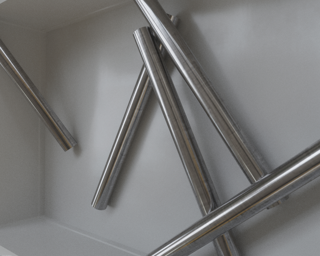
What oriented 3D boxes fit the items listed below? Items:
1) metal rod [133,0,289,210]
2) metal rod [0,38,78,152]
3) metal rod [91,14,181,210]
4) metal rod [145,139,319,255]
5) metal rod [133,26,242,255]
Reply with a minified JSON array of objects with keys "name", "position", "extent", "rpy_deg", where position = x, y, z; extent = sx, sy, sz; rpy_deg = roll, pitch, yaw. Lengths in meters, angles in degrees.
[{"name":"metal rod","position":[0.045,-0.050,0.348],"extent":[0.025,0.025,0.299],"rpy_deg":[-40,72,32]},{"name":"metal rod","position":[-0.237,-0.089,0.513],"extent":[0.025,0.025,0.299],"rpy_deg":[-29,99,36]},{"name":"metal rod","position":[-0.040,-0.011,0.437],"extent":[0.025,0.025,0.298],"rpy_deg":[35,111,34]},{"name":"metal rod","position":[0.087,0.071,0.297],"extent":[0.299,0.025,0.025],"rpy_deg":[-43,64,28]},{"name":"metal rod","position":[0.030,0.018,0.362],"extent":[0.025,0.025,0.299],"rpy_deg":[-28,78,36]}]
